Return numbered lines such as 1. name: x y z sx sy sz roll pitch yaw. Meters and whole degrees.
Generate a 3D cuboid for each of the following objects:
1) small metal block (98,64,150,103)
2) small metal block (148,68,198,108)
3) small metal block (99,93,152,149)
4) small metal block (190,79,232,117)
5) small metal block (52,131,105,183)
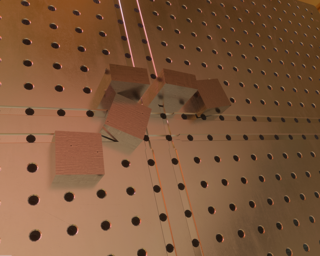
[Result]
1. small metal block: -0.048 -0.055 0.401 0.050 0.050 0.025 2 61 -28
2. small metal block: 0.018 -0.055 0.437 0.050 0.050 0.025 7 59 -25
3. small metal block: -0.043 -0.009 0.392 0.050 0.025 0.050 24 53 -14
4. small metal block: 0.075 -0.047 0.479 0.050 0.025 0.050 -10 67 -33
5. small metal block: -0.091 0.032 0.341 0.050 0.025 0.050 4 60 -27
